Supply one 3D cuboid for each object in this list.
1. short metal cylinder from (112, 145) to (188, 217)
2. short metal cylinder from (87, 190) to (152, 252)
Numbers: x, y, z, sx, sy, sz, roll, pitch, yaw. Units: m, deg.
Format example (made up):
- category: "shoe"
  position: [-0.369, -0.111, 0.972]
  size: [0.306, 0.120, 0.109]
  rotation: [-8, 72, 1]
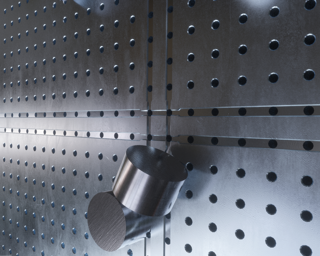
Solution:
- category: "short metal cylinder"
  position: [-0.012, 0.063, 0.384]
  size: [0.080, 0.081, 0.050]
  rotation: [36, 112, 34]
- category: "short metal cylinder"
  position: [-0.058, 0.127, 0.441]
  size: [0.080, 0.050, 0.080]
  rotation: [0, 90, 40]
